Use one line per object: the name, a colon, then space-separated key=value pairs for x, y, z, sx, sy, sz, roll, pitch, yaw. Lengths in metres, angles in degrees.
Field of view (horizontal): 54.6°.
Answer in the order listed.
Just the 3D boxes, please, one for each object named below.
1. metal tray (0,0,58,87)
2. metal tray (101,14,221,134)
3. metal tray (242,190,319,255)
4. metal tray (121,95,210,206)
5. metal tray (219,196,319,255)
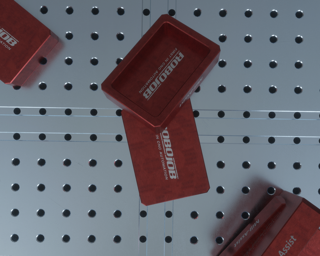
metal tray: x=-0.215 y=-0.129 z=0.409 sx=0.130 sy=0.030 sz=0.090 roll=39 pitch=90 yaw=0
metal tray: x=0.002 y=-0.070 z=0.389 sx=0.090 sy=0.030 sz=0.130 roll=36 pitch=79 yaw=13
metal tray: x=0.137 y=0.141 z=0.379 sx=0.030 sy=0.090 sz=0.130 roll=37 pitch=90 yaw=10
metal tray: x=0.007 y=0.028 z=0.411 sx=0.090 sy=0.030 sz=0.129 roll=-13 pitch=90 yaw=0
metal tray: x=0.147 y=0.165 z=0.403 sx=0.090 sy=0.030 sz=0.130 roll=40 pitch=97 yaw=-1
